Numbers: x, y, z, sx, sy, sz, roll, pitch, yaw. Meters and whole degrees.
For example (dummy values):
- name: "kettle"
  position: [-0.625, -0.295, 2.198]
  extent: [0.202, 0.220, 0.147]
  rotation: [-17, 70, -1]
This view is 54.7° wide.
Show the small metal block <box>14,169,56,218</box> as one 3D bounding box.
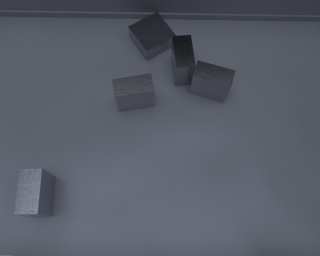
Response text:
- name: "small metal block"
  position: [-0.146, 0.078, 0.366]
  extent: [0.025, 0.050, 0.050]
  rotation: [-2, 70, -1]

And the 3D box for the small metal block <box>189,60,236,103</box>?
- name: "small metal block"
  position: [0.069, -0.062, 0.420]
  extent: [0.050, 0.050, 0.025]
  rotation: [16, 71, 5]

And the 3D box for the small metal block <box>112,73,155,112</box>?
- name: "small metal block"
  position: [-0.034, -0.046, 0.413]
  extent: [0.050, 0.050, 0.025]
  rotation: [-9, 71, -4]

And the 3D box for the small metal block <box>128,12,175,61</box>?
- name: "small metal block"
  position: [-0.012, -0.136, 0.459]
  extent: [0.050, 0.025, 0.050]
  rotation: [-31, 73, -11]

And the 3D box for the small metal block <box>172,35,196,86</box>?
- name: "small metal block"
  position: [0.031, -0.093, 0.431]
  extent: [0.025, 0.050, 0.050]
  rotation: [-5, 70, -2]
